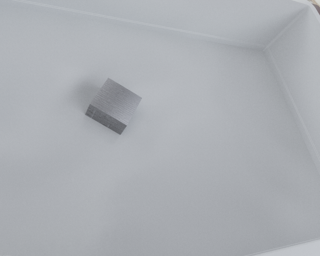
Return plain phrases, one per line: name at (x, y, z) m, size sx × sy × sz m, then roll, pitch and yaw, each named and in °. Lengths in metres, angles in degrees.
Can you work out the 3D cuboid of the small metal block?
small metal block at (-0.058, -0.028, 0.391) m, size 0.050 × 0.025 × 0.050 m, roll 31°, pitch 52°, yaw -8°
